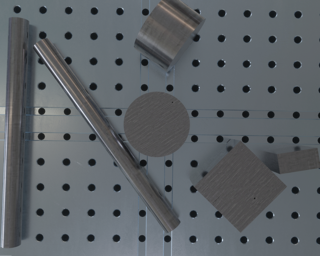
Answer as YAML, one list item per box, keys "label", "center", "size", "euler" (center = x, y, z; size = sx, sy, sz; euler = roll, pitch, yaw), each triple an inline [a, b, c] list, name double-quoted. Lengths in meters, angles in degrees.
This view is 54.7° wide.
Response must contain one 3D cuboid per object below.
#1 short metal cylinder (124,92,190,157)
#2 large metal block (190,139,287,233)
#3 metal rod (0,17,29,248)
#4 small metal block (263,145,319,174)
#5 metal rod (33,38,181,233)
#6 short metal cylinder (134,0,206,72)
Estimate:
- label: "short metal cylinder"
  center: [-0.004, -0.005, 0.401]
  size: [0.081, 0.050, 0.079]
  euler: [0, 90, 0]
- label: "large metal block"
  center: [0.098, 0.071, 0.402]
  size: [0.080, 0.050, 0.080]
  euler: [45, 90, 0]
- label: "metal rod"
  center: [-0.193, 0.006, 0.411]
  size: [0.025, 0.025, 0.298]
  euler: [2, 90, 0]
- label: "small metal block"
  center: [0.169, 0.040, 0.402]
  size: [0.050, 0.050, 0.025]
  euler: [-9, 90, 0]
- label: "metal rod"
  center: [-0.070, 0.010, 0.412]
  size: [0.025, 0.025, 0.299]
  euler: [-36, 90, 0]
- label: "short metal cylinder"
  center: [0.012, -0.117, 0.386]
  size: [0.050, 0.080, 0.080]
  euler: [37, 90, 0]
